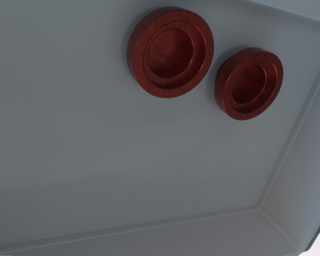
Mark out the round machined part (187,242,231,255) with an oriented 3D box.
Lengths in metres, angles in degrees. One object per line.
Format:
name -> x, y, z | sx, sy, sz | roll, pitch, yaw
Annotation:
round machined part -> 0.090, 0.267, 0.618 | 0.099, 0.042, 0.097 | -14, 125, -21

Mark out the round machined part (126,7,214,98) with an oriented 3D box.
round machined part -> 0.008, -0.086, 0.350 | 0.099, 0.042, 0.097 | -14, 125, -21

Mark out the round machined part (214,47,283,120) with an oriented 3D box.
round machined part -> 0.116, -0.063, 0.424 | 0.099, 0.042, 0.097 | -14, 125, -21
